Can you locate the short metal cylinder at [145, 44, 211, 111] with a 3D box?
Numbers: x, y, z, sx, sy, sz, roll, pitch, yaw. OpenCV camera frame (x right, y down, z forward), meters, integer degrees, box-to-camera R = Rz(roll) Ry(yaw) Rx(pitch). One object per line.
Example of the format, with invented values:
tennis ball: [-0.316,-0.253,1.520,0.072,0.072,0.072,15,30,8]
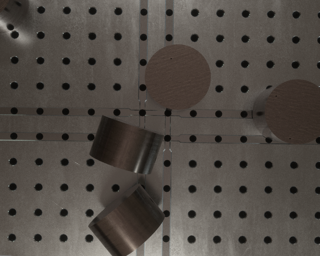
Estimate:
short metal cylinder: [0.022,-0.062,0.401,0.081,0.050,0.079,0,90,-1]

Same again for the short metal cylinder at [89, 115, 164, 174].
short metal cylinder: [-0.041,0.020,0.385,0.080,0.080,0.050,19,90,-1]

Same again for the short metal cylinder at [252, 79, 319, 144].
short metal cylinder: [0.168,-0.020,0.403,0.081,0.050,0.079,0,90,0]

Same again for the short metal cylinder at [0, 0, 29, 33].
short metal cylinder: [-0.220,-0.169,0.398,0.081,0.050,0.079,0,90,-1]

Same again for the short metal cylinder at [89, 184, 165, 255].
short metal cylinder: [-0.041,0.115,0.385,0.080,0.080,0.050,-38,90,0]
